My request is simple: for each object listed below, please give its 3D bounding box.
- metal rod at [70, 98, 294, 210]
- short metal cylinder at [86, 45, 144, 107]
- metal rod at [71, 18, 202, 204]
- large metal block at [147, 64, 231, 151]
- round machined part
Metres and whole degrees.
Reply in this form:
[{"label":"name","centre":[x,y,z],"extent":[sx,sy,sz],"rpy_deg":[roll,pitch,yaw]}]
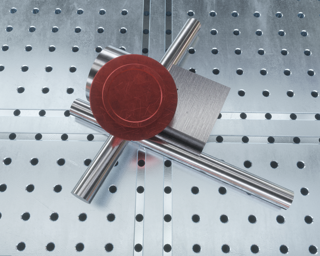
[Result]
[{"label":"metal rod","centre":[0.022,0.030,0.400],"extent":[0.301,0.025,0.025],"rpy_deg":[23,72,8]},{"label":"short metal cylinder","centre":[-0.053,-0.060,0.403],"extent":[0.050,0.080,0.080],"rpy_deg":[24,72,8]},{"label":"metal rod","centre":[-0.018,-0.039,0.405],"extent":[0.025,0.025,0.300],"rpy_deg":[27,64,9]},{"label":"large metal block","centre":[0.035,-0.024,0.404],"extent":[0.080,0.050,0.080],"rpy_deg":[24,72,8]},{"label":"round machined part","centre":[-0.029,-0.034,0.345],"extent":[0.099,0.042,0.097],"rpy_deg":[0,90,-7]}]
